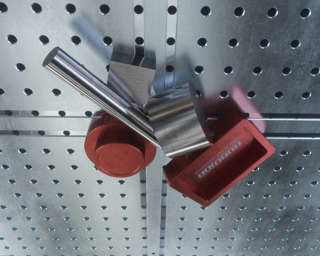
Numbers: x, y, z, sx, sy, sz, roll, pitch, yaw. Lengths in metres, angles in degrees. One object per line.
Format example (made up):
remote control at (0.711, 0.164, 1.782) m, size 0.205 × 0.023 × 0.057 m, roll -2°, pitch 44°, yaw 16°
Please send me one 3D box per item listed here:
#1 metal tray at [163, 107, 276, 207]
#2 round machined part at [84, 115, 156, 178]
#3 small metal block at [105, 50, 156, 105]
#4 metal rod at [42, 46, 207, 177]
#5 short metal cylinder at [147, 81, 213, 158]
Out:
metal tray at (0.080, 0.043, 0.419) m, size 0.130 × 0.030 × 0.090 m, roll -43°, pitch 127°, yaw 12°
round machined part at (-0.054, 0.031, 0.425) m, size 0.099 × 0.042 × 0.097 m, roll -1°, pitch 130°, yaw 0°
small metal block at (-0.035, -0.058, 0.362) m, size 0.050 × 0.025 × 0.050 m, roll 10°, pitch 129°, yaw -9°
metal rod at (-0.012, 0.004, 0.393) m, size 0.025 × 0.025 × 0.301 m, roll -32°, pitch 131°, yaw 24°
short metal cylinder at (0.026, -0.009, 0.368) m, size 0.050 × 0.080 × 0.080 m, roll -20°, pitch 128°, yaw 15°
